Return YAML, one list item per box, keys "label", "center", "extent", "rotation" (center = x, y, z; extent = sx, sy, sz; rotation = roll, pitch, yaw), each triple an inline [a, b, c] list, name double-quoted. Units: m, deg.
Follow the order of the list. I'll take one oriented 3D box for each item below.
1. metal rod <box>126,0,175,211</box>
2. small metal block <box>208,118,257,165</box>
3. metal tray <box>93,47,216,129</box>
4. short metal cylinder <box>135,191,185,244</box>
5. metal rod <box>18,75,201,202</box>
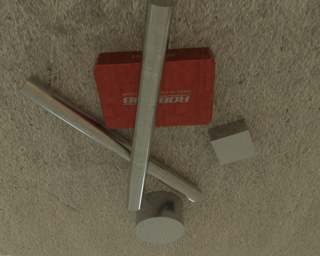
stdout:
- label: "metal rod"
  center: [-0.019, 0.001, 0.367]
  extent: [0.025, 0.025, 0.298]
  rotation: [6, 130, -5]
- label: "small metal block"
  center: [0.099, 0.020, 0.425]
  extent: [0.050, 0.025, 0.050]
  rotation: [-18, 128, 15]
- label: "metal tray"
  center: [-0.004, -0.045, 0.366]
  extent: [0.131, 0.030, 0.089]
  rotation: [-3, 130, 2]
- label: "short metal cylinder"
  center: [0.000, 0.150, 0.519]
  extent: [0.081, 0.050, 0.079]
  rotation: [0, 130, 0]
- label: "metal rod"
  center: [-0.051, 0.028, 0.430]
  extent: [0.301, 0.025, 0.025]
  rotation: [36, 121, -27]
